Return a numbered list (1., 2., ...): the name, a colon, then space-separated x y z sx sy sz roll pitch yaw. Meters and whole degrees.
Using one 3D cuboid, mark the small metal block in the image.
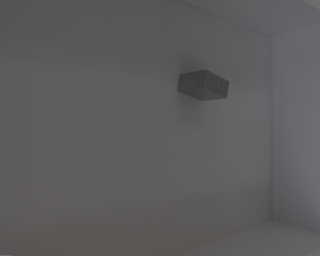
1. small metal block: 0.061 -0.059 0.440 0.050 0.050 0.025 17 79 -39
